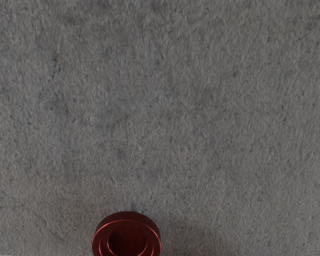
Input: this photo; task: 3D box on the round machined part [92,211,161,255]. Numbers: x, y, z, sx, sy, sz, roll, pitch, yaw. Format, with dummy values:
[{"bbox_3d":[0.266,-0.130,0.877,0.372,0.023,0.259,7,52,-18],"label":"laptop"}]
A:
[{"bbox_3d":[-0.048,0.164,0.461,0.099,0.042,0.097,0,110,-1],"label":"round machined part"}]
